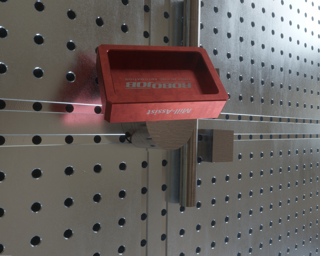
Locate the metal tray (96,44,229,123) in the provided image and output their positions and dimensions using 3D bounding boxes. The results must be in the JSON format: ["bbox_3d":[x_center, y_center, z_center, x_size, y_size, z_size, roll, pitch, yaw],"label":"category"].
[{"bbox_3d":[0.000,-0.052,0.345,0.131,0.030,0.090,-3,53,-18],"label":"metal tray"}]

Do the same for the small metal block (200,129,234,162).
[{"bbox_3d":[0.090,0.028,0.487,0.050,0.025,0.050,4,88,-40],"label":"small metal block"}]

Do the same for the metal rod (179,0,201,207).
[{"bbox_3d":[0.043,-0.039,0.447,0.025,0.025,0.298,2,89,-40],"label":"metal rod"}]

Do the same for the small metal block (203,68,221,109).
[{"bbox_3d":[0.069,-0.050,0.442,0.025,0.050,0.050,1,64,1],"label":"small metal block"}]

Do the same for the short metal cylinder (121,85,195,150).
[{"bbox_3d":[-0.002,-0.013,0.393,0.081,0.050,0.079,0,90,-40],"label":"short metal cylinder"}]
